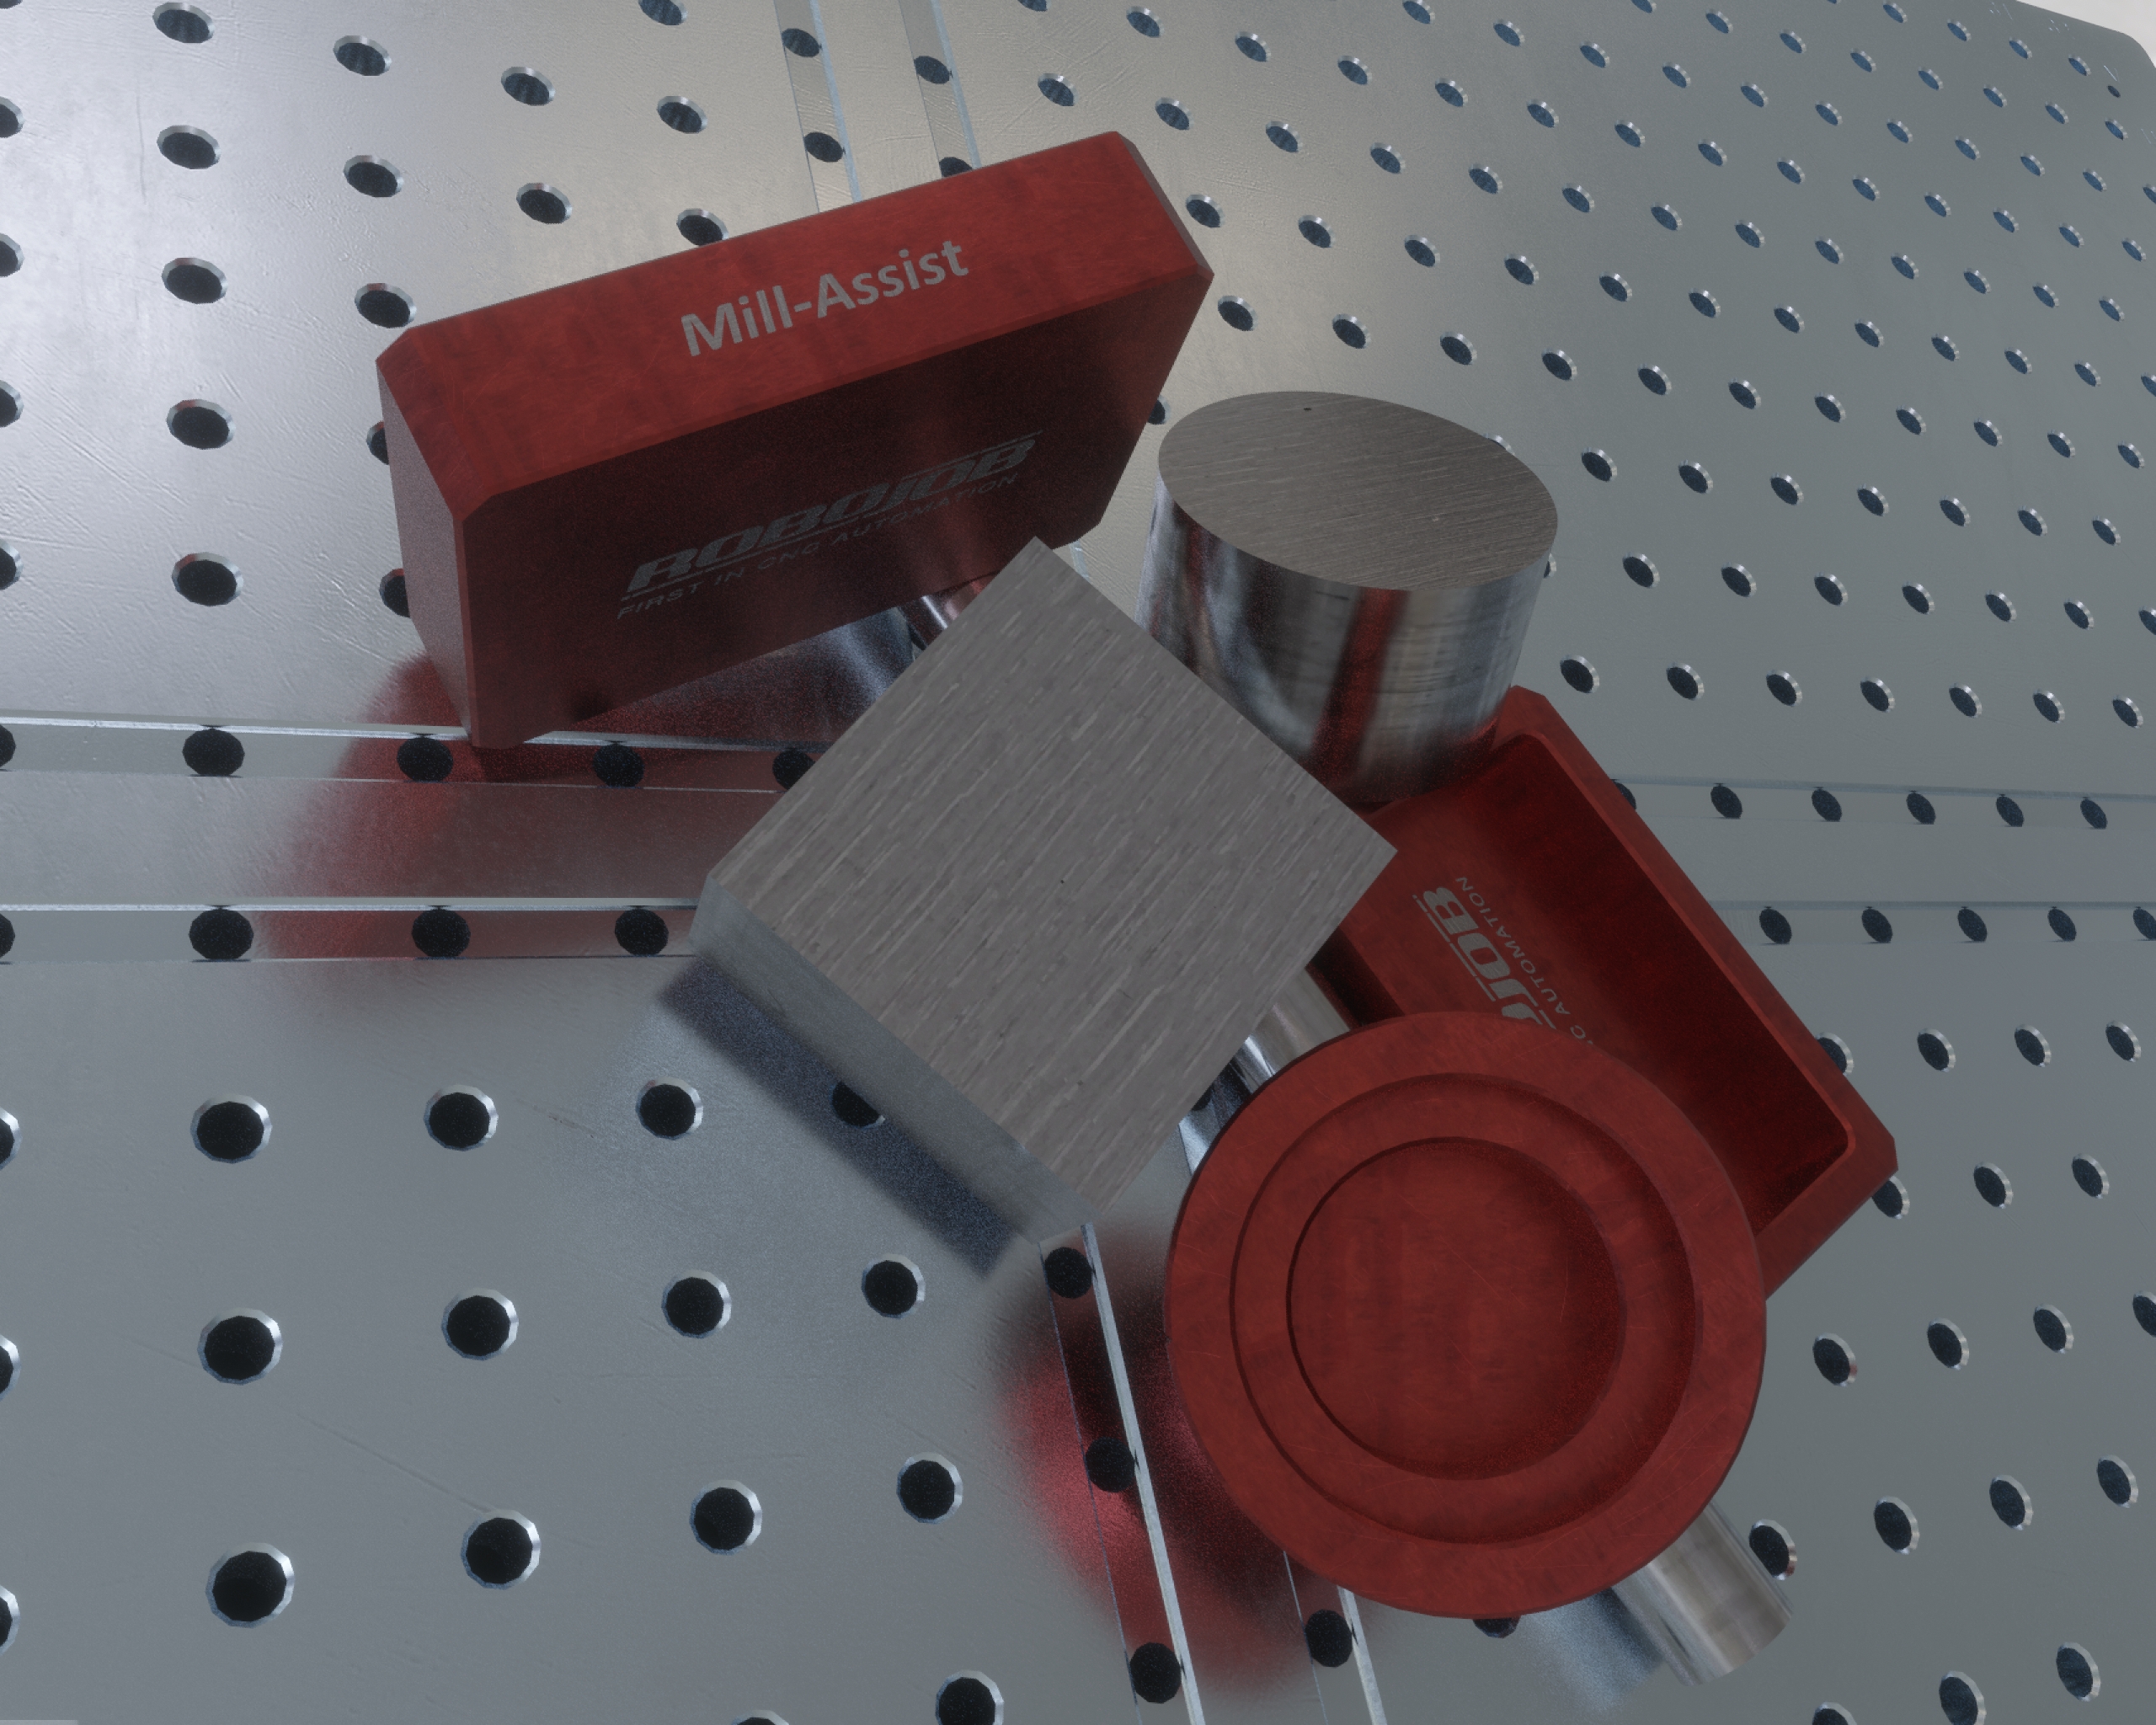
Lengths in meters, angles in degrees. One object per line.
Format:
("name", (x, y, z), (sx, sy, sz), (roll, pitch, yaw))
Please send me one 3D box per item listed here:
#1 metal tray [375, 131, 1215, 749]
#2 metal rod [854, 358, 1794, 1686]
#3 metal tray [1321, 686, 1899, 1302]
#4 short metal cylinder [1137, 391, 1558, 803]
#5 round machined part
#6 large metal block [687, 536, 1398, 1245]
("metal tray", (-0.049, -0.071, 0.361), (0.131, 0.090, 0.030), (-23, 76, -21))
("metal rod", (0.033, 0.023, 0.407), (0.025, 0.025, 0.299), (-28, 77, -37))
("metal tray", (0.100, 0.034, 0.433), (0.091, 0.030, 0.130), (-28, 77, -37))
("short metal cylinder", (0.053, -0.056, 0.432), (0.081, 0.050, 0.080), (5, 39, -4))
("round machined part", (0.064, 0.077, 0.362), (0.099, 0.042, 0.098), (0, 78, 1))
("large metal block", (-0.008, 0.006, 0.356), (0.080, 0.050, 0.080), (41, 69, -1))
